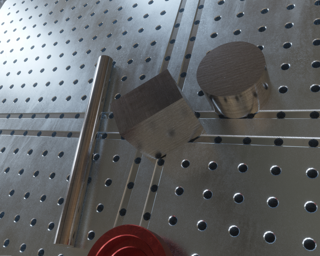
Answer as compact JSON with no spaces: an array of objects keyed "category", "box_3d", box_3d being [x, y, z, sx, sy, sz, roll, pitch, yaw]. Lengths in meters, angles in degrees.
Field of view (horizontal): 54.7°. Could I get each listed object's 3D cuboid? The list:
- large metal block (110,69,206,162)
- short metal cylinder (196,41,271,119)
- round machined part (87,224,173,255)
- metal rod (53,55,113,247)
[{"category":"large metal block","box_3d":[-0.001,-0.012,0.381,0.080,0.080,0.050,-30,52,9]},{"category":"short metal cylinder","box_3d":[0.091,-0.058,0.380,0.080,0.050,0.080,-13,56,21]},{"category":"round machined part","box_3d":[-0.029,0.153,0.318,0.098,0.042,0.098,-13,56,21]},{"category":"metal rod","box_3d":[-0.105,0.015,0.454,0.025,0.025,0.299,-8,58,24]}]
